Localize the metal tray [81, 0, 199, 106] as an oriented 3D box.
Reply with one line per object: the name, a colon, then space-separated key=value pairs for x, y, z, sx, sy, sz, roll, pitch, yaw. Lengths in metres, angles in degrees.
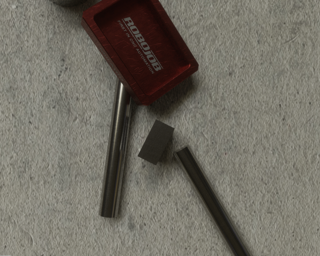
metal tray: x=-0.023 y=-0.103 z=0.384 sx=0.090 sy=0.030 sz=0.130 roll=-37 pitch=102 yaw=-13

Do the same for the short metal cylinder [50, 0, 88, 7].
short metal cylinder: x=-0.124 y=-0.204 z=0.396 sx=0.081 sy=0.050 sz=0.079 roll=0 pitch=90 yaw=-1

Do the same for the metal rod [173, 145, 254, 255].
metal rod: x=0.103 y=0.157 z=0.411 sx=0.025 sy=0.025 sz=0.299 roll=-30 pitch=90 yaw=0

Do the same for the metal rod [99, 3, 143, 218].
metal rod: x=-0.049 y=-0.033 z=0.409 sx=0.025 sy=0.025 sz=0.298 roll=7 pitch=90 yaw=-1

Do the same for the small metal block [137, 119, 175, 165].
small metal block: x=-0.005 y=0.017 z=0.397 sx=0.025 sy=0.050 sz=0.050 roll=27 pitch=90 yaw=0
